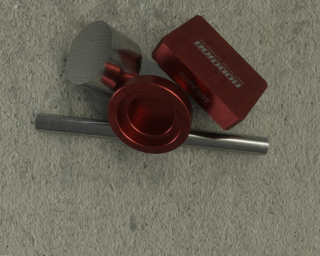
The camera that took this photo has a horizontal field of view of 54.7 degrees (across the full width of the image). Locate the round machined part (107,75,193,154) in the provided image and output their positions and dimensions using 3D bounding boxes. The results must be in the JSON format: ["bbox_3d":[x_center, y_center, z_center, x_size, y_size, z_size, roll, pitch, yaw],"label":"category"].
[{"bbox_3d":[-0.009,-0.020,0.372,0.098,0.042,0.097,7,126,10],"label":"round machined part"}]

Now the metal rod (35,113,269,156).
[{"bbox_3d":[-0.010,0.008,0.411,0.302,0.025,0.025,6,90,-1],"label":"metal rod"}]

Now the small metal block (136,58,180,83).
[{"bbox_3d":[-0.002,-0.062,0.397,0.050,0.050,0.025,24,90,0],"label":"small metal block"}]

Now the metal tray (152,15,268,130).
[{"bbox_3d":[0.064,-0.071,0.384,0.130,0.030,0.090,45,51,0],"label":"metal tray"}]

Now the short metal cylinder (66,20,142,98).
[{"bbox_3d":[-0.069,-0.082,0.378,0.080,0.050,0.080,-13,68,35],"label":"short metal cylinder"}]
